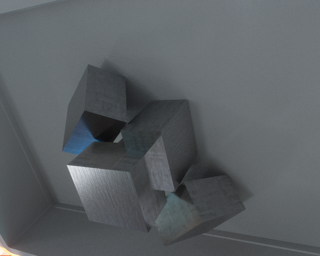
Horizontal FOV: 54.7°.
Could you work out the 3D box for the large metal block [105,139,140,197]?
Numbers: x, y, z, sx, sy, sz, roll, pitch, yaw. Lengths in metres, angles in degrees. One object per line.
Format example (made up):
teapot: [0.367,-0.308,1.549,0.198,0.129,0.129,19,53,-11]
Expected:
large metal block: [-0.032,0.061,0.426,0.050,0.080,0.080,1,119,27]

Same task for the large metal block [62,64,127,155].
large metal block: [-0.083,-0.019,0.394,0.050,0.080,0.080,17,134,-26]

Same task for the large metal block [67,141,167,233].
large metal block: [-0.046,0.064,0.350,0.080,0.050,0.080,2,119,27]

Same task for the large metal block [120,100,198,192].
large metal block: [0.003,0.019,0.380,0.050,0.080,0.080,1,119,27]

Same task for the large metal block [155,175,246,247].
large metal block: [0.048,0.106,0.402,0.080,0.081,0.050,-48,55,39]
